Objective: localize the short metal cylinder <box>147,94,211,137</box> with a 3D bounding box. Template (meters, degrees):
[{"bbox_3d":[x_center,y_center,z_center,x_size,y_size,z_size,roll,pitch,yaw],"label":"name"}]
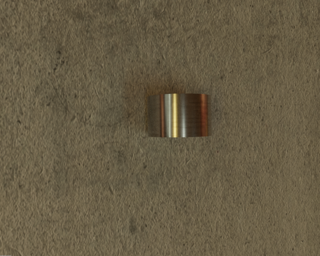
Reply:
[{"bbox_3d":[0.024,-0.015,0.391,0.081,0.080,0.050,-1,91,-20],"label":"short metal cylinder"}]
